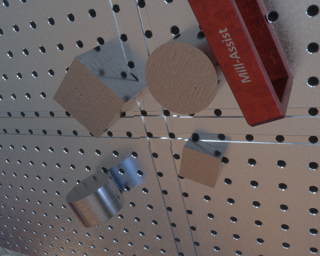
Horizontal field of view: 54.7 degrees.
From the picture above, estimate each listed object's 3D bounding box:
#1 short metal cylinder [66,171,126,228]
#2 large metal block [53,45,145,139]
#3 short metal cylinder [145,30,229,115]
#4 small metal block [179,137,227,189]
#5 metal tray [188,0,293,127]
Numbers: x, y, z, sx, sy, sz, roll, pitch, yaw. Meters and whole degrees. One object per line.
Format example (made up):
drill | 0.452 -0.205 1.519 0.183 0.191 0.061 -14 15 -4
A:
short metal cylinder | -0.103 0.113 0.500 0.080 0.080 0.050 -16 110 34
large metal block | -0.082 -0.046 0.409 0.080 0.050 0.080 43 129 -2
short metal cylinder | 0.031 -0.062 0.341 0.080 0.050 0.079 13 124 21
small metal block | 0.056 0.046 0.410 0.050 0.025 0.050 18 126 17
metal tray | 0.078 -0.078 0.279 0.030 0.090 0.130 -19 109 35
